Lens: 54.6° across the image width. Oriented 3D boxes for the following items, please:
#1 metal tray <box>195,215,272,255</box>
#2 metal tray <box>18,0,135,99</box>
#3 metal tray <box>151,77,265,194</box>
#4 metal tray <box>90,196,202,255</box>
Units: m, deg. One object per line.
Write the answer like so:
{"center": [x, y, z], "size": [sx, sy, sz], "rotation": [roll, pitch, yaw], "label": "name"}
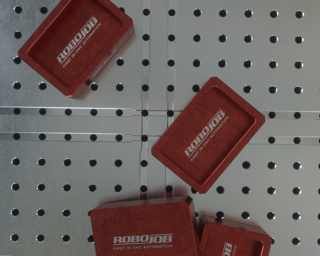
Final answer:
{"center": [0.086, 0.192, 0.411], "size": [0.090, 0.030, 0.129], "rotation": [13, 90, 0], "label": "metal tray"}
{"center": [-0.108, -0.115, 0.410], "size": [0.090, 0.030, 0.130], "rotation": [40, 90, 0], "label": "metal tray"}
{"center": [0.062, 0.009, 0.411], "size": [0.090, 0.030, 0.130], "rotation": [40, 90, 0], "label": "metal tray"}
{"center": [-0.018, 0.139, 0.395], "size": [0.130, 0.030, 0.090], "rotation": [-9, 90, 14], "label": "metal tray"}
